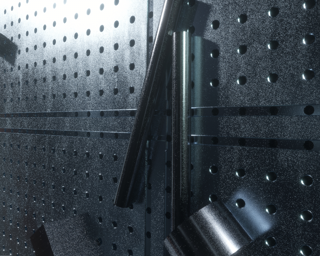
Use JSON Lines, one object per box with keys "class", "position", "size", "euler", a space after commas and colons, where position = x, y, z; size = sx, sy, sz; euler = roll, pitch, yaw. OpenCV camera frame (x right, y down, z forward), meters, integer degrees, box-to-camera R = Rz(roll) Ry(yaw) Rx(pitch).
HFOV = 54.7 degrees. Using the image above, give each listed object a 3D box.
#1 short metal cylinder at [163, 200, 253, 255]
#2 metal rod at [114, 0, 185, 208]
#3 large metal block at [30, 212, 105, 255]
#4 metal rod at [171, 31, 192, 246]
{"class": "short metal cylinder", "position": [0.051, 0.122, 0.331], "size": [0.050, 0.081, 0.080], "euler": [52, 121, 27]}
{"class": "metal rod", "position": [-0.018, -0.030, 0.424], "size": [0.025, 0.025, 0.298], "euler": [25, 105, 37]}
{"class": "large metal block", "position": [-0.147, 0.191, 0.496], "size": [0.050, 0.081, 0.080], "euler": [-44, 64, 31]}
{"class": "metal rod", "position": [0.026, 0.032, 0.387], "size": [0.025, 0.025, 0.298], "euler": [0, 90, 40]}
